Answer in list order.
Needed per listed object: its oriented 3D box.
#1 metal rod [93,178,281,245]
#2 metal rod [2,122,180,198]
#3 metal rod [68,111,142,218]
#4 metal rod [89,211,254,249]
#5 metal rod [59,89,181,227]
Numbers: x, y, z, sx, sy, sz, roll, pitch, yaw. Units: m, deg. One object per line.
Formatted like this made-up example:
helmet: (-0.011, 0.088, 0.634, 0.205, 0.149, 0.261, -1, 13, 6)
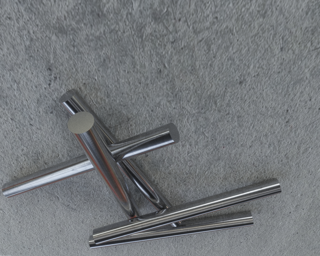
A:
metal rod: (0.041, 0.133, 0.493, 0.301, 0.025, 0.025, -17, 129, 3)
metal rod: (-0.110, 0.052, 0.423, 0.300, 0.025, 0.025, -20, 128, 26)
metal rod: (-0.059, 0.074, 0.414, 0.025, 0.025, 0.299, -5, 147, 4)
metal rod: (0.016, 0.188, 0.566, 0.301, 0.025, 0.025, -12, 129, 9)
metal rod: (-0.042, 0.062, 0.459, 0.025, 0.025, 0.300, -22, 127, 17)
